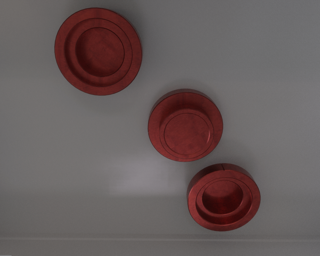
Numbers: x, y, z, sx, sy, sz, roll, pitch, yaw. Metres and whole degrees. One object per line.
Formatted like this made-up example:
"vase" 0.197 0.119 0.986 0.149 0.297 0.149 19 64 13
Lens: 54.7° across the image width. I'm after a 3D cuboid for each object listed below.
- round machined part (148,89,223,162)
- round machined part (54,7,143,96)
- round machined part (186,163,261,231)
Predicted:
"round machined part" 0.033 0.001 0.403 0.099 0.042 0.097 0 110 0
"round machined part" -0.069 -0.091 0.368 0.099 0.042 0.097 0 110 0
"round machined part" 0.087 0.093 0.437 0.099 0.042 0.097 0 110 0
